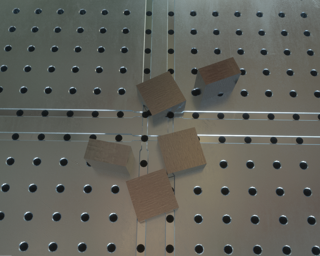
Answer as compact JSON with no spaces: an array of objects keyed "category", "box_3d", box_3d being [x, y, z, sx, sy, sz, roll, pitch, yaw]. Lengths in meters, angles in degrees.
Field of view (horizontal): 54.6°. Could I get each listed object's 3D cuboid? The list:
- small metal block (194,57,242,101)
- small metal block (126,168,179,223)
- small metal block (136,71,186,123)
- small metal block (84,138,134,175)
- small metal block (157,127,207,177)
[{"category":"small metal block","box_3d":[0.077,-0.065,0.423,0.050,0.050,0.025,-20,71,-7]},{"category":"small metal block","box_3d":[-0.010,0.083,0.381,0.050,0.025,0.050,-18,71,-7]},{"category":"small metal block","box_3d":[0.001,-0.043,0.428,0.050,0.025,0.050,-25,72,-9]},{"category":"small metal block","box_3d":[-0.061,0.037,0.385,0.050,0.050,0.025,10,71,4]},{"category":"small metal block","box_3d":[0.027,0.032,0.400,0.050,0.025,0.050,-14,71,-5]}]
